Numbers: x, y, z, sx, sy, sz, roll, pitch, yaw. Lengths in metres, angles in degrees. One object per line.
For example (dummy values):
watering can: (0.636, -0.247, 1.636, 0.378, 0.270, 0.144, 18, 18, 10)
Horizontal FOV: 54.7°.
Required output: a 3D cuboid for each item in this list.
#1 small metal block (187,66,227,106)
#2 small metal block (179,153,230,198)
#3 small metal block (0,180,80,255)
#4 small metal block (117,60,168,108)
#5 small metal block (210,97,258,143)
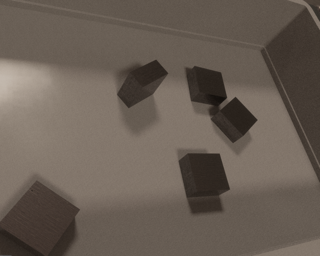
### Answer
small metal block: (0.073, -0.065, 0.487, 0.050, 0.025, 0.050, 8, 58, -24)
small metal block: (0.057, 0.061, 0.401, 0.050, 0.025, 0.050, 3, 61, -27)
small metal block: (-0.113, 0.087, 0.292, 0.050, 0.025, 0.050, 36, 51, -5)
small metal block: (-0.024, -0.059, 0.414, 0.025, 0.050, 0.050, 50, 51, 6)
small metal block: (0.115, -0.013, 0.478, 0.050, 0.025, 0.050, 48, 51, 5)
